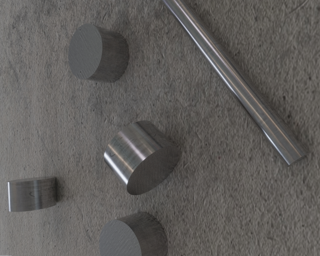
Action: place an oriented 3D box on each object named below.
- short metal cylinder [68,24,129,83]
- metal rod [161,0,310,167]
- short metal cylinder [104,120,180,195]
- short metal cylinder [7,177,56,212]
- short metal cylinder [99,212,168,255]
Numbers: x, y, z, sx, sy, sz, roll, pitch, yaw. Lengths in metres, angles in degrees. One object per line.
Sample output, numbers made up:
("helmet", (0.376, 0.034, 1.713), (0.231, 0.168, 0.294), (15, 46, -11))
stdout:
("short metal cylinder", (-0.093, -0.110, 0.465), (0.080, 0.050, 0.079), (0, 90, 40))
("metal rod", (0.061, -0.087, 0.354), (0.025, 0.025, 0.299), (-45, 63, 30))
("short metal cylinder", (-0.022, 0.037, 0.387), (0.050, 0.081, 0.080), (45, 117, 30))
("short metal cylinder", (-0.230, 0.117, 0.560), (0.080, 0.081, 0.050), (-7, 86, 40))
("short metal cylinder", (-0.036, 0.159, 0.419), (0.080, 0.050, 0.079), (0, 90, 40))
